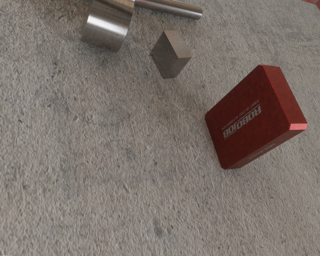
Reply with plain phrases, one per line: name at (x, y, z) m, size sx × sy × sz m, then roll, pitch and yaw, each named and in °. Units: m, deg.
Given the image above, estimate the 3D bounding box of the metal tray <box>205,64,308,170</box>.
metal tray at (0.117, -0.010, 0.408) m, size 0.030 × 0.129 × 0.090 m, roll -1°, pitch 62°, yaw -29°

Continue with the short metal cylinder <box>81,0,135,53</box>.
short metal cylinder at (-0.073, -0.149, 0.421) m, size 0.050 × 0.080 × 0.080 m, roll 15°, pitch 56°, yaw -21°

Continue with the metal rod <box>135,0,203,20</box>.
metal rod at (-0.062, -0.216, 0.503) m, size 0.303 × 0.025 × 0.025 m, roll 1°, pitch 61°, yaw -28°

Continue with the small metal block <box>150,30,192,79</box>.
small metal block at (0.015, -0.110, 0.465) m, size 0.025 × 0.050 × 0.050 m, roll -13°, pitch 69°, yaw -34°
